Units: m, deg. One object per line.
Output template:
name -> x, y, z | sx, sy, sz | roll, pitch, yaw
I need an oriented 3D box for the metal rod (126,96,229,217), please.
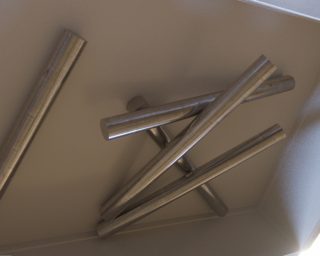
metal rod -> 0.041, 0.061, 0.470 | 0.025, 0.025, 0.300 | -40, 130, -2

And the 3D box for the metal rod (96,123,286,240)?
metal rod -> 0.043, 0.079, 0.451 | 0.301, 0.025, 0.025 | -30, 129, 3

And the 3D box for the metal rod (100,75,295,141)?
metal rod -> 0.069, -0.034, 0.406 | 0.303, 0.025, 0.025 | -15, 125, -28

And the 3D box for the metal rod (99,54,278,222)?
metal rod -> 0.023, 0.025, 0.397 | 0.025, 0.025, 0.299 | 29, 115, -38

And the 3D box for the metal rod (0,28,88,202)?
metal rod -> -0.162, 0.030, 0.339 | 0.025, 0.025, 0.299 | 24, 105, -37
